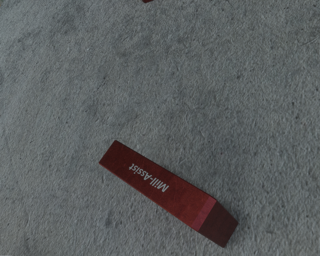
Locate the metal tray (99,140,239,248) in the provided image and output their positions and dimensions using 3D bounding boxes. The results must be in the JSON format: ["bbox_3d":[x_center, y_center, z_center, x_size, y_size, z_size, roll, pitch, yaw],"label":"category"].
[{"bbox_3d":[0.008,0.066,0.317,0.130,0.090,0.030,26,76,37],"label":"metal tray"}]

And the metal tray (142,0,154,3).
[{"bbox_3d":[0.008,-0.301,0.581,0.090,0.030,0.130,-9,58,23],"label":"metal tray"}]
